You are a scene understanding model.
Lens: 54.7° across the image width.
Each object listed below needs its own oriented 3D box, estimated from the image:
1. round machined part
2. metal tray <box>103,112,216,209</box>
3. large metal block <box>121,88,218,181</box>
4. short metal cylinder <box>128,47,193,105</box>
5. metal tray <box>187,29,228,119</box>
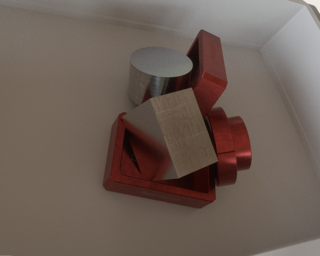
[{"bbox_3d":[0.083,0.021,0.386,0.042,0.098,0.098,-9,63,1],"label":"round machined part"},{"bbox_3d":[0.003,0.040,0.378,0.131,0.030,0.090,16,55,-19],"label":"metal tray"},{"bbox_3d":[0.007,0.010,0.338,0.050,0.080,0.080,-18,87,-29],"label":"large metal block"},{"bbox_3d":[-0.001,-0.067,0.410,0.081,0.050,0.080,6,39,-4],"label":"short metal cylinder"},{"bbox_3d":[0.047,-0.062,0.407,0.030,0.089,0.130,22,38,-12],"label":"metal tray"}]
